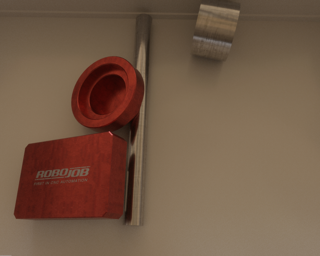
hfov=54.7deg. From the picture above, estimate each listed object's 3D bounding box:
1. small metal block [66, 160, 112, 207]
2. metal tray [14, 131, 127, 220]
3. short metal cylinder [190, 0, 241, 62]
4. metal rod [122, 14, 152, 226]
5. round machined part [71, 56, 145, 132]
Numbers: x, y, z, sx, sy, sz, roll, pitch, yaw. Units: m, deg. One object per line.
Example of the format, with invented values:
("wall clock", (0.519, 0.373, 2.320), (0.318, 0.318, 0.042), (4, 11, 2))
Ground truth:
("small metal block", (-0.080, 0.068, 0.367), (0.025, 0.050, 0.050), (-5, 67, 28))
("metal tray", (-0.103, 0.058, 0.355), (0.130, 0.030, 0.090), (-8, 68, 25))
("short metal cylinder", (0.076, -0.137, 0.432), (0.050, 0.080, 0.080), (13, 71, 4))
("metal rod", (-0.028, -0.025, 0.418), (0.025, 0.025, 0.299), (2, 70, 0))
("round machined part", (-0.063, -0.039, 0.401), (0.098, 0.042, 0.098), (-10, 67, 24))
